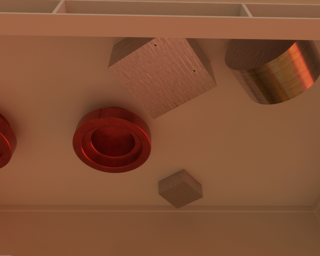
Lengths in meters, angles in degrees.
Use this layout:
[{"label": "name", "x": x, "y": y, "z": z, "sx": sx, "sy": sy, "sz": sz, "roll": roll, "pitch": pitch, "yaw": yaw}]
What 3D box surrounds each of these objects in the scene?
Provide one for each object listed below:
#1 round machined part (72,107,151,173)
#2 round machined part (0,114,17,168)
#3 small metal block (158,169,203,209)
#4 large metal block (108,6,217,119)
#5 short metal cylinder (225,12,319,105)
[{"label": "round machined part", "x": -0.061, "y": 0.011, "z": 0.407, "sx": 0.099, "sy": 0.042, "sz": 0.097, "roll": -1, "pitch": 130, "yaw": 0}, {"label": "round machined part", "x": -0.237, "y": 0.009, "z": 0.402, "sx": 0.099, "sy": 0.042, "sz": 0.097, "roll": -1, "pitch": 130, "yaw": 0}, {"label": "small metal block", "x": 0.033, "y": 0.098, "z": 0.493, "sx": 0.050, "sy": 0.025, "sz": 0.050, "roll": -31, "pitch": 124, "yaw": 23}, {"label": "large metal block", "x": 0.004, "y": -0.068, "z": 0.335, "sx": 0.080, "sy": 0.050, "sz": 0.080, "roll": -27, "pitch": 125, "yaw": 21}, {"label": "short metal cylinder", "x": 0.114, "y": -0.070, "z": 0.315, "sx": 0.080, "sy": 0.080, "sz": 0.050, "roll": -30, "pitch": 124, "yaw": 22}]
